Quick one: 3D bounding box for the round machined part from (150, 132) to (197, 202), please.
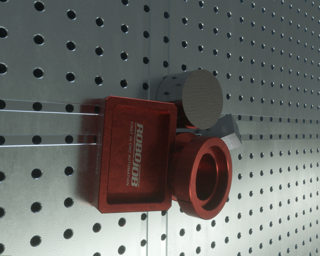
[{"bbox_3d":[0.037,0.054,0.430,0.099,0.042,0.097,0,90,-40],"label":"round machined part"}]

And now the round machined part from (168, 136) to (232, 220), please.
[{"bbox_3d":[0.046,0.058,0.377,0.099,0.042,0.097,-4,95,-50],"label":"round machined part"}]

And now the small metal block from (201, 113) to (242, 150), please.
[{"bbox_3d":[0.090,0.011,0.458,0.025,0.050,0.050,55,23,-27],"label":"small metal block"}]

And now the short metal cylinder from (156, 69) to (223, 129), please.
[{"bbox_3d":[0.042,-0.038,0.430,0.081,0.050,0.079,0,90,-40],"label":"short metal cylinder"}]

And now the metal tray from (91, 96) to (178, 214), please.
[{"bbox_3d":[-0.029,0.032,0.369,0.091,0.030,0.129,5,87,-26],"label":"metal tray"}]
